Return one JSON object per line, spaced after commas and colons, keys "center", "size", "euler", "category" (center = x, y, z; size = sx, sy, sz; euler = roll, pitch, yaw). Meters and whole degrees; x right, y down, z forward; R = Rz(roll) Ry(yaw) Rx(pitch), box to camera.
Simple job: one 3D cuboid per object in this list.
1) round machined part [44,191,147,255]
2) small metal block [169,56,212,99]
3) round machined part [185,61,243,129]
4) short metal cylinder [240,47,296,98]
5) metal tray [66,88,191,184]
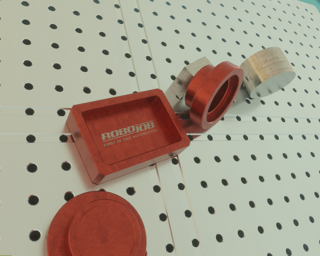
{"center": [-0.058, 0.108, 0.301], "size": [0.099, 0.042, 0.098], "euler": [14, 56, -21], "category": "round machined part"}
{"center": [0.049, -0.076, 0.466], "size": [0.050, 0.050, 0.025], "euler": [-34, 80, -38], "category": "small metal block"}
{"center": [0.072, -0.050, 0.439], "size": [0.042, 0.097, 0.099], "euler": [35, 47, 25], "category": "round machined part"}
{"center": [0.181, -0.093, 0.530], "size": [0.081, 0.080, 0.050], "euler": [-8, 66, -32], "category": "short metal cylinder"}
{"center": [-0.036, 0.005, 0.383], "size": [0.131, 0.030, 0.090], "euler": [-16, 71, -35], "category": "metal tray"}
